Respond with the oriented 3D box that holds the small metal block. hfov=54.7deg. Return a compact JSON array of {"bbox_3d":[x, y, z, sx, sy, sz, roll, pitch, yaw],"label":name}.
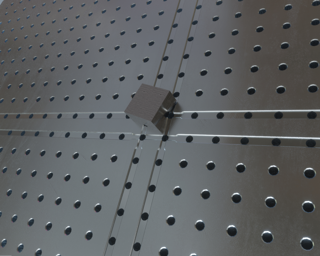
[{"bbox_3d":[-0.013,-0.030,0.433,0.050,0.025,0.050,20,72,35],"label":"small metal block"}]
